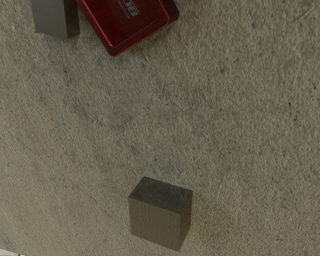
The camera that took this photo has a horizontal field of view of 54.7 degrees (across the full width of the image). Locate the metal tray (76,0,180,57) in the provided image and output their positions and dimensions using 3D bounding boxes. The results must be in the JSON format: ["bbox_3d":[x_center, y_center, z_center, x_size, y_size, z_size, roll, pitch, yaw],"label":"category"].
[{"bbox_3d":[-0.049,-0.154,0.334,0.090,0.030,0.130,-21,107,36],"label":"metal tray"}]

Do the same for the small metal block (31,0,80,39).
[{"bbox_3d":[-0.131,-0.144,0.387,0.050,0.025,0.050,16,125,19],"label":"small metal block"}]

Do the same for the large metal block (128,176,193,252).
[{"bbox_3d":[0.001,0.129,0.470,0.080,0.050,0.079,13,124,21],"label":"large metal block"}]
